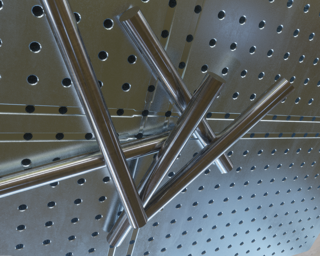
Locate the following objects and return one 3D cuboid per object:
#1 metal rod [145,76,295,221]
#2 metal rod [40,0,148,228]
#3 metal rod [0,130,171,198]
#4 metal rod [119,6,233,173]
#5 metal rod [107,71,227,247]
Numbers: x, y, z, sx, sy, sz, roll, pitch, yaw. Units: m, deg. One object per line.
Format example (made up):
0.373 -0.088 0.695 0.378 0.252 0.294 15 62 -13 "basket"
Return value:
0.066 0.043 0.446 0.299 0.025 0.025 -45 130 15 "metal rod"
-0.064 0.002 0.353 0.025 0.025 0.298 -24 120 -15 "metal rod"
-0.108 0.048 0.382 0.302 0.025 0.025 -15 125 -21 "metal rod"
0.039 -0.027 0.417 0.025 0.025 0.300 -39 130 -2 "metal rod"
-0.003 0.058 0.419 0.025 0.025 0.298 12 121 -34 "metal rod"
